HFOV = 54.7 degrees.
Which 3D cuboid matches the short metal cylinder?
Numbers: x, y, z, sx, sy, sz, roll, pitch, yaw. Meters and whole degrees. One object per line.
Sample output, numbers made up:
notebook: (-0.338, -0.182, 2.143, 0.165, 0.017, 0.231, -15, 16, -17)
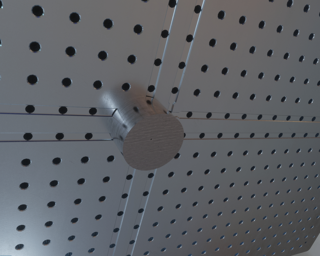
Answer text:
short metal cylinder: (-0.017, 0.007, 0.391, 0.081, 0.050, 0.079, -14, 124, -21)
